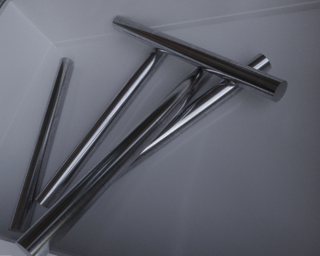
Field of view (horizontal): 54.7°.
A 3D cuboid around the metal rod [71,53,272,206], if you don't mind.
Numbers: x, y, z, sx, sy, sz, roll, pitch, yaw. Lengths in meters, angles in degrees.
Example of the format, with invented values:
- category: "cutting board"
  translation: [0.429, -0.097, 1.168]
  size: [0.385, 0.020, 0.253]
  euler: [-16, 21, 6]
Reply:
- category: "metal rod"
  translation: [0.010, 0.005, 0.396]
  size: [0.300, 0.025, 0.025]
  euler: [-36, 51, 3]

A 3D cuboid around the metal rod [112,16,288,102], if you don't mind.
- category: "metal rod"
  translation: [0.030, -0.106, 0.420]
  size: [0.300, 0.025, 0.025]
  euler: [34, 81, 38]

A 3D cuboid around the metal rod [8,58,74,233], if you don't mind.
- category: "metal rod"
  translation: [-0.181, 0.010, 0.492]
  size: [0.025, 0.025, 0.299]
  euler: [-9, 58, 23]

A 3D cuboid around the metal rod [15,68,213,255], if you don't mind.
- category: "metal rod"
  translation: [-0.021, 0.010, 0.333]
  size: [0.025, 0.025, 0.301]
  euler: [14, 44, 33]

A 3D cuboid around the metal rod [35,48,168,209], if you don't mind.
- category: "metal rod"
  translation: [-0.073, -0.016, 0.451]
  size: [0.025, 0.025, 0.300]
  euler: [28, 77, 37]
